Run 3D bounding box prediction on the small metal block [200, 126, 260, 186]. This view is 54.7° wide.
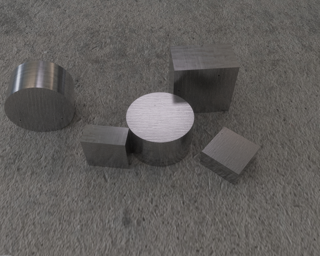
[{"bbox_3d":[0.084,0.033,0.376,0.050,0.025,0.050,32,57,24],"label":"small metal block"}]

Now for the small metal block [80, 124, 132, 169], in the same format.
[{"bbox_3d":[-0.062,0.023,0.367,0.050,0.050,0.025,5,51,4],"label":"small metal block"}]

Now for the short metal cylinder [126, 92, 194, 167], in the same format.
[{"bbox_3d":[0.000,0.001,0.386,0.081,0.050,0.080,0,50,0],"label":"short metal cylinder"}]

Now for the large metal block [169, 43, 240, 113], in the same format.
[{"bbox_3d":[0.055,-0.066,0.423,0.081,0.080,0.050,-4,50,-3],"label":"large metal block"}]

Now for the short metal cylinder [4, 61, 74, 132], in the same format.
[{"bbox_3d":[-0.153,-0.039,0.400,0.081,0.080,0.050,-7,51,-6],"label":"short metal cylinder"}]
